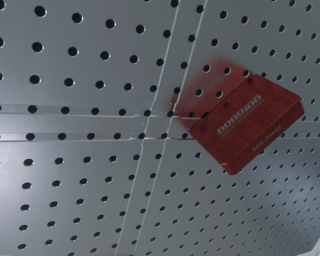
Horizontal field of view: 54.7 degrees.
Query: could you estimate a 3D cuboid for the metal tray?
[{"bbox_3d":[0.116,-0.008,0.427,0.130,0.090,0.030,-42,129,0],"label":"metal tray"}]
